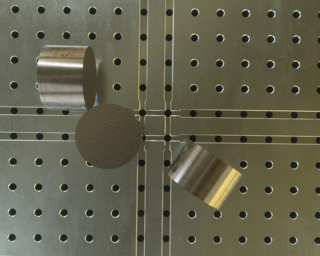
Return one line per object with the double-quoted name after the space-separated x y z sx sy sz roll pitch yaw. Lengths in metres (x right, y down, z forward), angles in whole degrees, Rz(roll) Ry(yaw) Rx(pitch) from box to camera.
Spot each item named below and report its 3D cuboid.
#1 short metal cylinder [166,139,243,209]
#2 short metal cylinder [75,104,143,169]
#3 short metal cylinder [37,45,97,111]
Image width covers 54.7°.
0.055 0.057 0.387 0.080 0.080 0.050 34 90 -1 "short metal cylinder"
-0.063 0.010 0.400 0.081 0.050 0.079 0 90 -1 "short metal cylinder"
-0.112 -0.061 0.384 0.050 0.080 0.079 2 90 0 "short metal cylinder"
